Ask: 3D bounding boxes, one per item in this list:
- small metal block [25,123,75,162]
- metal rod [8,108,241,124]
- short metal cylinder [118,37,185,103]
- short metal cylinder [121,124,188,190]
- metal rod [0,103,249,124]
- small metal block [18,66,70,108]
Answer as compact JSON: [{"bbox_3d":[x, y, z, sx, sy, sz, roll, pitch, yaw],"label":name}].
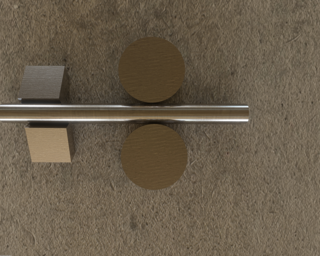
[{"bbox_3d":[-0.140,0.016,0.400,0.050,0.025,0.050,0,117,-1],"label":"small metal block"},{"bbox_3d":[-0.044,-0.018,0.411,0.302,0.025,0.025,0,90,0],"label":"metal rod"},{"bbox_3d":[-0.010,-0.071,0.398,0.081,0.050,0.079,0,90,0],"label":"short metal cylinder"},{"bbox_3d":[-0.007,0.035,0.398,0.081,0.050,0.079,0,90,0],"label":"short metal cylinder"},{"bbox_3d":[-0.043,-0.018,0.386,0.302,0.025,0.025,0,90,0],"label":"metal rod"},{"bbox_3d":[-0.148,-0.053,0.400,0.050,0.025,0.050,0,63,0],"label":"small metal block"}]
